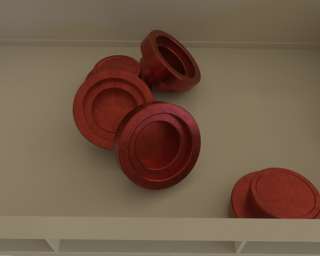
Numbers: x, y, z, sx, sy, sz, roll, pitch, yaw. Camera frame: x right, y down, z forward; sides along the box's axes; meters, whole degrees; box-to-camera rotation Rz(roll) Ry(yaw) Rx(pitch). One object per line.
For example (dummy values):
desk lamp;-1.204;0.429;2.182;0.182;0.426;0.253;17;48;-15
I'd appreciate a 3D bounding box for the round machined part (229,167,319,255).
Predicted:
round machined part;0.123;0.079;0.319;0.099;0.042;0.098;1;40;-1

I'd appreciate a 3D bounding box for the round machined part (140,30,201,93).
round machined part;0.010;-0.090;0.449;0.098;0.042;0.098;31;38;-28

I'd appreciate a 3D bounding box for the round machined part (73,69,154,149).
round machined part;-0.056;-0.021;0.391;0.099;0.042;0.097;1;84;-7

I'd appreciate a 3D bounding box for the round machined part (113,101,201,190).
round machined part;-0.006;0.018;0.356;0.099;0.097;0.042;-24;19;-19

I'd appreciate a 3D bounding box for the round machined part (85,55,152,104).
round machined part;-0.061;-0.069;0.451;0.099;0.042;0.098;0;50;0
